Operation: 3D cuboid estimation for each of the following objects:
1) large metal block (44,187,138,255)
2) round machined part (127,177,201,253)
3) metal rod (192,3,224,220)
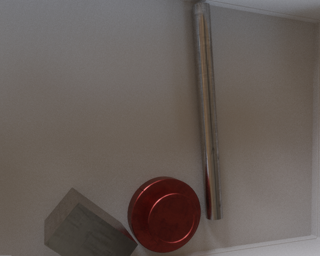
[{"bbox_3d":[-0.081,0.118,0.352,0.080,0.080,0.050,41,77,-16],"label":"large metal block"},{"bbox_3d":[0.010,0.115,0.407,0.099,0.042,0.097,0,90,-21],"label":"round machined part"},{"bbox_3d":[0.067,-0.022,0.436,0.025,0.025,0.298,-5,92,-20],"label":"metal rod"}]
